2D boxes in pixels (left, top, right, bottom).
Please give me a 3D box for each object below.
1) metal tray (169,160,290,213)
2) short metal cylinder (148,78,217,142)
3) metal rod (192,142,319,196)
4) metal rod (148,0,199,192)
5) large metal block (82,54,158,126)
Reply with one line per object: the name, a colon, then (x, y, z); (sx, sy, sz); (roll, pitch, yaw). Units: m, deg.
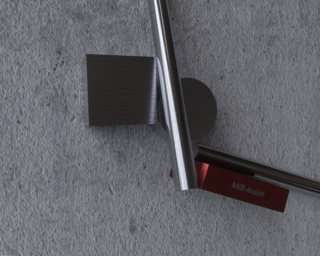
metal tray: (0.089, 0.073, 0.408); (0.131, 0.090, 0.030); (19, 84, -20)
short metal cylinder: (0.027, -0.023, 0.407); (0.081, 0.050, 0.079); (0, 90, -21)
metal rod: (0.183, 0.074, 0.478); (0.302, 0.025, 0.025); (18, 84, -20)
metal rod: (0.009, -0.077, 0.367); (0.025, 0.025, 0.299); (-2, 74, -20)
large metal block: (-0.050, -0.043, 0.378); (0.081, 0.050, 0.079); (-2, 91, -20)
